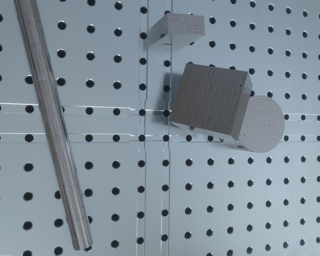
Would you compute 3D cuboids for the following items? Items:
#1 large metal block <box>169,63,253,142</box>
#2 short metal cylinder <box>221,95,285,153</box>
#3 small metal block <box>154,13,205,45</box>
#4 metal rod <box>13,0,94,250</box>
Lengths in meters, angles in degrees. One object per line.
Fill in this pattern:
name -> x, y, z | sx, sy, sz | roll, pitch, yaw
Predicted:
large metal block -> 0.068, -0.033, 0.403 | 0.080, 0.050, 0.080 | 14, 83, 25
short metal cylinder -> 0.131, -0.005, 0.449 | 0.081, 0.050, 0.079 | 0, 90, -20
small metal block -> 0.025, -0.130, 0.409 | 0.050, 0.050, 0.025 | -3, 91, -20
metal rod -> -0.124, -0.002, 0.367 | 0.025, 0.025, 0.298 | -14, 95, -20
